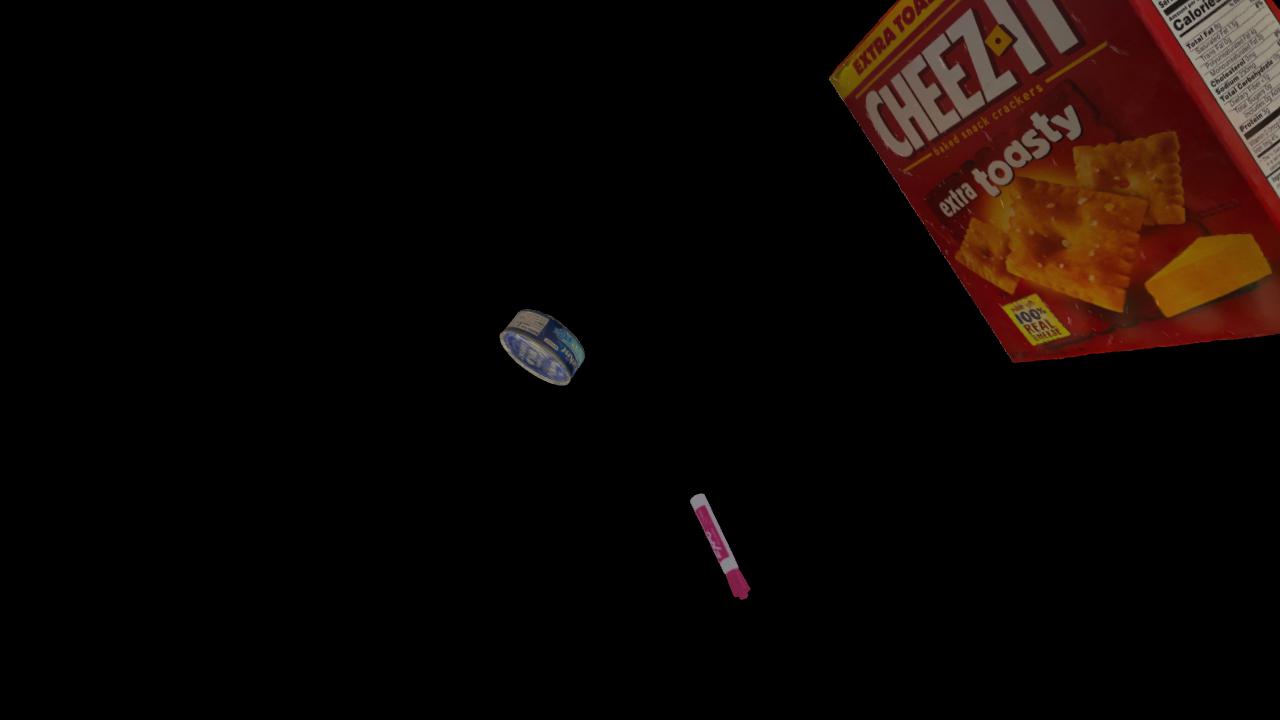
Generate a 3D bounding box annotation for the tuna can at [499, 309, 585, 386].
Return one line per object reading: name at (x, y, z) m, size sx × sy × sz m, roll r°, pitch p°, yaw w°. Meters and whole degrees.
tuna can at (-0.097, -0.012, 0.620) m, size 0.084 × 0.034 × 0.084 m, roll 27°, pitch -26°, yaw 14°

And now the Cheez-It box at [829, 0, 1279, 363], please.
Cheez-It box at (0.217, -0.111, 0.316) m, size 0.071 × 0.223 × 0.166 m, roll -35°, pitch 2°, yaw -12°

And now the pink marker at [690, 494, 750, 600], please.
pink marker at (0.086, 0.199, 0.661) m, size 0.020 × 0.020 × 0.121 m, roll 0°, pitch 44°, yaw -28°
